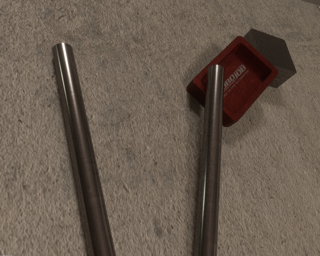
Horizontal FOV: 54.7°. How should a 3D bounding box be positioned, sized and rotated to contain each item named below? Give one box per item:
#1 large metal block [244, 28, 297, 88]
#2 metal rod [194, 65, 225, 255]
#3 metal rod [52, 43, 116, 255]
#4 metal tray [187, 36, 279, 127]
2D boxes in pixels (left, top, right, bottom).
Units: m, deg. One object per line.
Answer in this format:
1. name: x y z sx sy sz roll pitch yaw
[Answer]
1. large metal block: 0.194 -0.128 0.573 0.081 0.050 0.080 9 57 -24
2. metal rod: 0.063 0.047 0.388 0.025 0.025 0.299 18 61 -18
3. metal rod: -0.084 0.031 0.340 0.025 0.025 0.299 -3 63 -30
4. metal tray: 0.117 -0.076 0.490 0.090 0.030 0.131 44 66 2
